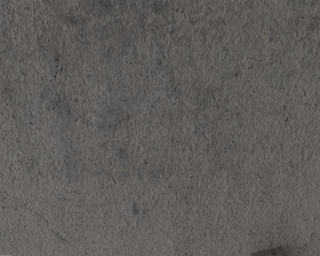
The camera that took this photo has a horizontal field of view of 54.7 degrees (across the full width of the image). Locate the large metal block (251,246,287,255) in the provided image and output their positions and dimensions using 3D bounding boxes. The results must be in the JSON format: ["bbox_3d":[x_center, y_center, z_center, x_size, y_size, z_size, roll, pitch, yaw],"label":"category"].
[{"bbox_3d":[0.182,0.245,0.472,0.050,0.080,0.080,-17,109,6],"label":"large metal block"}]
